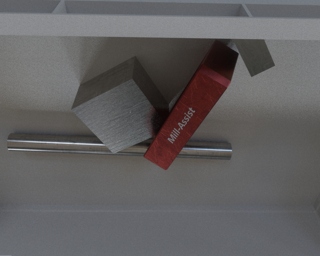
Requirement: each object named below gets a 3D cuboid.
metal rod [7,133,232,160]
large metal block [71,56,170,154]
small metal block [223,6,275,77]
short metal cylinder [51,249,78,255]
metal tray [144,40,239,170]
[{"bbox_3d":[-0.052,0.026,0.430,0.302,0.025,0.025,3,130,-3],"label":"metal rod"},{"bbox_3d":[-0.043,-0.025,0.371,0.080,0.050,0.080,-24,127,18],"label":"large metal block"},{"bbox_3d":[0.091,-0.089,0.318,0.025,0.050,0.050,-26,126,19],"label":"small metal block"},{"bbox_3d":[-0.191,0.293,0.622,0.080,0.080,0.050,-24,126,19],"label":"short metal cylinder"},{"bbox_3d":[0.034,-0.024,0.342,0.030,0.090,0.129,32,126,-1],"label":"metal tray"}]
